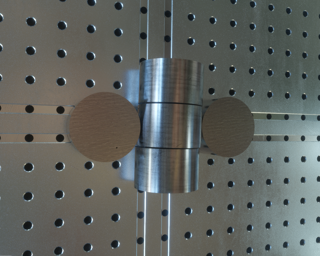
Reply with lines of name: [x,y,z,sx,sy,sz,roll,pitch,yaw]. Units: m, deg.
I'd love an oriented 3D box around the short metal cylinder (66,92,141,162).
short metal cylinder: [-0.069,-0.001,0.374,0.081,0.050,0.079,0,90,-21]

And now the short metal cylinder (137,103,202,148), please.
short metal cylinder: [0.012,-0.002,0.388,0.081,0.080,0.050,2,90,-20]

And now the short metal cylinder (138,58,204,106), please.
short metal cylinder: [0.014,-0.054,0.389,0.081,0.080,0.050,3,89,-20]

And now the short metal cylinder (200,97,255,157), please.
short metal cylinder: [0.082,-0.001,0.430,0.081,0.050,0.079,0,90,-21]

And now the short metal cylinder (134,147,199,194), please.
short metal cylinder: [0.008,0.049,0.387,0.081,0.080,0.050,1,90,-20]
